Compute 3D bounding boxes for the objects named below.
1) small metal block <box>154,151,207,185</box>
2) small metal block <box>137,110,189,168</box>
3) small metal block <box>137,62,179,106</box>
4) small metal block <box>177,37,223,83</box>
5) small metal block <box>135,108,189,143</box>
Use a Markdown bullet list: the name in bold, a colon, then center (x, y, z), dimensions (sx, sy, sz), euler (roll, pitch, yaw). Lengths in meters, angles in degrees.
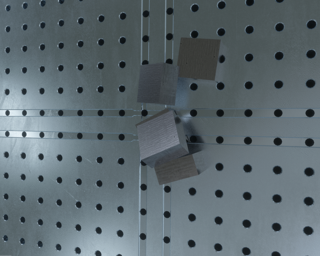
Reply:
- **small metal block**: center (0.027, 0.050, 0.389), dimensions (0.050, 0.050, 0.025), euler (-18, 84, 19)
- **small metal block**: center (0.002, 0.014, 0.372), dimensions (0.050, 0.025, 0.050), euler (-24, 50, 17)
- **small metal block**: center (-0.003, -0.056, 0.400), dimensions (0.050, 0.025, 0.050), euler (9, 94, 53)
- **small metal block**: center (0.051, -0.086, 0.394), dimensions (0.050, 0.025, 0.050), euler (9, 93, 19)
- **small metal block**: center (0.003, 0.007, 0.411), dimensions (0.050, 0.025, 0.050), euler (-27, 81, 17)
